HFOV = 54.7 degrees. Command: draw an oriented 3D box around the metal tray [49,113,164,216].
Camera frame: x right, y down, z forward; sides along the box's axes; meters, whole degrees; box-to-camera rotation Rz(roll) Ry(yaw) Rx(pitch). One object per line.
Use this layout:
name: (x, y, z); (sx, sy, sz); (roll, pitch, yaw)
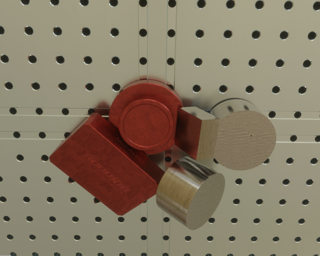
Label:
metal tray: (-0.069, 0.052, 0.413); (0.130, 0.030, 0.090); (43, 120, -15)

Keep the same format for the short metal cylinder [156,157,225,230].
short metal cylinder: (0.041, 0.084, 0.405); (0.050, 0.081, 0.079); (26, 115, 37)

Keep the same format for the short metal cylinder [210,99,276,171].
short metal cylinder: (0.101, 0.008, 0.400); (0.081, 0.050, 0.079); (0, 110, 0)

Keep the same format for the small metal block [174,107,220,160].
small metal block: (0.044, 0.005, 0.379); (0.025, 0.050, 0.050); (-5, 112, -28)

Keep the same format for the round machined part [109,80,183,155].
round machined part: (-0.016, -0.010, 0.396); (0.099, 0.042, 0.097); (0, 110, 0)
